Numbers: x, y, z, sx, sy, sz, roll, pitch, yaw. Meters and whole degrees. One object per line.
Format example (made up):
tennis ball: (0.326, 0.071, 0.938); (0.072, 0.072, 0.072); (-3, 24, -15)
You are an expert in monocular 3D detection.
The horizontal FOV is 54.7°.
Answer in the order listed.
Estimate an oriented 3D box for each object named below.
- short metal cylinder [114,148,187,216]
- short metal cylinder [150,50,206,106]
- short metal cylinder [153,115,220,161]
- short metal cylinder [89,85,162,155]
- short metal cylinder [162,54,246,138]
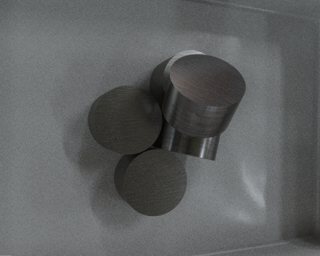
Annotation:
short metal cylinder: (-0.013, 0.065, 0.391); (0.081, 0.050, 0.079); (0, 90, -21)
short metal cylinder: (0.033, -0.057, 0.409); (0.081, 0.050, 0.079); (0, 90, -21)
short metal cylinder: (0.035, 0.009, 0.394); (0.081, 0.080, 0.050); (14, 85, -20)
short metal cylinder: (-0.044, -0.009, 0.379); (0.081, 0.050, 0.079); (0, 90, -21)
short metal cylinder: (0.046, -0.036, 0.339); (0.081, 0.050, 0.080); (6, 50, -7)
